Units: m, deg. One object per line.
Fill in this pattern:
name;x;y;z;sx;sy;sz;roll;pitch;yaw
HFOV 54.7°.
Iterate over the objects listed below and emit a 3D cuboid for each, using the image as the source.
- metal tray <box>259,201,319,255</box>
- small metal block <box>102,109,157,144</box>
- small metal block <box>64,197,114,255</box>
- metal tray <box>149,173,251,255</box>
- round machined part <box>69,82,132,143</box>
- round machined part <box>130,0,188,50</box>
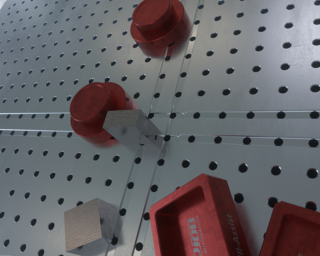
metal tray;0.149;0.123;0.250;0.130;0.030;0.090;13;68;33
small metal block;-0.039;0.000;0.413;0.050;0.050;0.025;-2;61;27
small metal block;-0.088;0.121;0.381;0.050;0.025;0.050;-25;53;12
metal tray;0.037;0.120;0.288;0.090;0.030;0.130;-40;46;34
round machined part;-0.095;-0.030;0.466;0.098;0.042;0.098;-13;56;21
round machined part;-0.007;-0.180;0.512;0.098;0.042;0.098;-13;56;21
